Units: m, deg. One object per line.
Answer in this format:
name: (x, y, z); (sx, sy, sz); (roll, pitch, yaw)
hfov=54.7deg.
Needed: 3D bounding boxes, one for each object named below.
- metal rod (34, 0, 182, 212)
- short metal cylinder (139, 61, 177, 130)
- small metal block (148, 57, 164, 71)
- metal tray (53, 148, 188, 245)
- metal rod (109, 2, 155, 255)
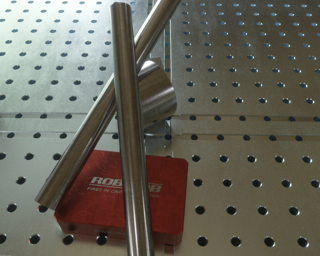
metal rod: (-0.046, -0.050, 0.350); (0.025, 0.025, 0.300); (22, 72, 17)
short metal cylinder: (-0.023, -0.041, 0.407); (0.050, 0.080, 0.080); (-30, 56, -23)
small metal block: (-0.019, -0.081, 0.475); (0.050, 0.025, 0.050); (-8, 51, -8)
metal tray: (-0.037, 0.073, 0.343); (0.131, 0.030, 0.090); (6, 50, 4)
metal rod: (-0.029, 0.012, 0.309); (0.025, 0.025, 0.299); (-5, 76, -5)
